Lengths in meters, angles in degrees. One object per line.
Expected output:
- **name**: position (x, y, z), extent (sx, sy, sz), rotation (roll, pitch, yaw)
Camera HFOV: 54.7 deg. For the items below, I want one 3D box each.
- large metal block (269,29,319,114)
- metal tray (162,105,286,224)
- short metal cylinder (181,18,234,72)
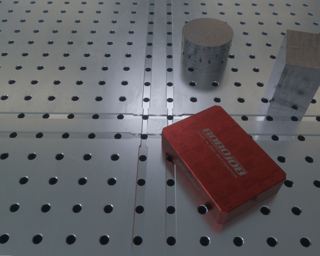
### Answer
- **large metal block**: position (0.193, -0.080, 0.440), extent (0.050, 0.080, 0.080), rotation (12, 51, 10)
- **metal tray**: position (0.071, 0.037, 0.374), extent (0.091, 0.030, 0.130), rotation (-24, 54, -19)
- **short metal cylinder**: position (0.075, -0.136, 0.506), extent (0.081, 0.050, 0.080), rotation (0, 50, 0)
